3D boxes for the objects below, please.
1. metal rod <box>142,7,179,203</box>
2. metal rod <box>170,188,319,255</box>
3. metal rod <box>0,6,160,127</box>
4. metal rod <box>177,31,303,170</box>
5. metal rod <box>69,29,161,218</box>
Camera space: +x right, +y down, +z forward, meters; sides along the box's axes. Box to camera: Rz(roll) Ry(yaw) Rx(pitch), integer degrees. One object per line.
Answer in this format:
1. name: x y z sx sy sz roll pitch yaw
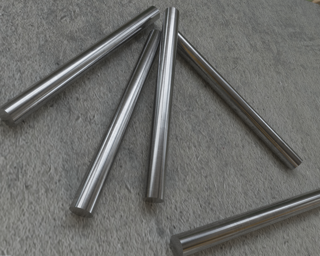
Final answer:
1. metal rod: 0.005 -0.050 0.420 0.025 0.025 0.299 16 60 -19
2. metal rod: 0.147 0.115 0.412 0.303 0.025 0.025 -6 65 -31
3. metal rod: -0.086 -0.100 0.418 0.025 0.025 0.301 41 51 -1
4. metal rod: 0.111 -0.053 0.495 0.300 0.025 0.025 47 51 5
5. metal rod: -0.042 -0.030 0.399 0.025 0.025 0.300 27 52 -12
